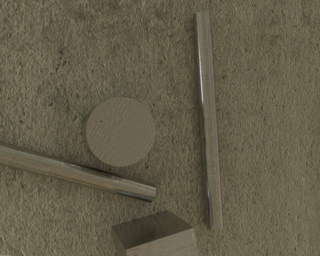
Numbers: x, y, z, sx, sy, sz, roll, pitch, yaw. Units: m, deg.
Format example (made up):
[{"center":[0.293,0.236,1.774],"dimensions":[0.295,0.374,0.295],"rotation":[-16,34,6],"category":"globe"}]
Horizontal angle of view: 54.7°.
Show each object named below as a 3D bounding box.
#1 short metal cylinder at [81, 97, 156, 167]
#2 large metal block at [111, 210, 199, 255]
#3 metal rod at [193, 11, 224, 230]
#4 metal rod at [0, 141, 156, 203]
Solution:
[{"center":[-0.052,0.004,0.377],"dimensions":[0.081,0.050,0.079],"rotation":[0,90,-20],"category":"short metal cylinder"},{"center":[-0.008,0.145,0.377],"dimensions":[0.081,0.080,0.050],"rotation":[-11,94,-20],"category":"large metal block"},{"center":[0.068,-0.009,0.433],"dimensions":[0.025,0.025,0.298],"rotation":[-4,92,-20],"category":"metal rod"},{"center":[-0.145,0.039,0.355],"dimensions":[0.302,0.025,0.025],"rotation":[19,84,-19],"category":"metal rod"}]
